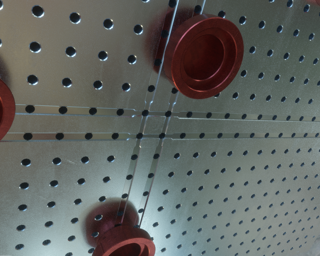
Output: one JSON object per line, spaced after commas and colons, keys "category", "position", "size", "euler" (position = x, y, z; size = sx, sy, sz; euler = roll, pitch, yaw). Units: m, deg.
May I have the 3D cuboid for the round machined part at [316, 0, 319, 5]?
{"category": "round machined part", "position": [0.261, -0.208, 0.417], "size": [0.099, 0.042, 0.097], "euler": [-14, 125, -21]}

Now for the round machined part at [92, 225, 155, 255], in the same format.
{"category": "round machined part", "position": [-0.060, 0.193, 0.489], "size": [0.099, 0.042, 0.097], "euler": [-14, 125, -21]}

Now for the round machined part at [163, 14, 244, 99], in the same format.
{"category": "round machined part", "position": [0.048, -0.087, 0.374], "size": [0.099, 0.042, 0.097], "euler": [-14, 124, -21]}

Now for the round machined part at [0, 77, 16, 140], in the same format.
{"category": "round machined part", "position": [-0.187, -0.019, 0.274], "size": [0.099, 0.042, 0.097], "euler": [-32, 143, -28]}
